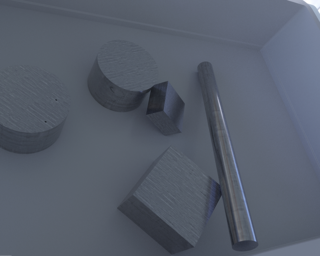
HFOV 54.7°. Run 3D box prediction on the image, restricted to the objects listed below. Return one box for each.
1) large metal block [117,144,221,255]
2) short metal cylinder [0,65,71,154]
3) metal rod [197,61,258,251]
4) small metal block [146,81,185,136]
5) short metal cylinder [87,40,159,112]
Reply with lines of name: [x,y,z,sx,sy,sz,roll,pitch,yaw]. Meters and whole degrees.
large metal block: [0.013,0.080,0.350,0.080,0.050,0.080,41,51,-1]
short metal cylinder: [-0.140,-0.019,0.326,0.081,0.050,0.080,14,56,-21]
metal rod: [0.078,0.007,0.403,0.025,0.025,0.300,18,42,-19]
small metal block: [0.009,-0.025,0.412,0.050,0.025,0.050,48,40,-43]
short metal cylinder: [-0.049,-0.068,0.406,0.081,0.050,0.080,14,56,-21]
